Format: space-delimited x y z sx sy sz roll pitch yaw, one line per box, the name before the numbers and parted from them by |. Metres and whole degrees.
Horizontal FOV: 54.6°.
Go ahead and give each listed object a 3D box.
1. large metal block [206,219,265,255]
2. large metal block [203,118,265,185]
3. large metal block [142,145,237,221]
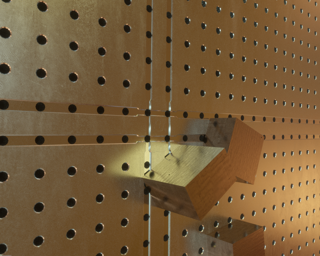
large metal block | 0.123 0.203 0.495 0.081 0.050 0.080 -8 95 -40
large metal block | 0.113 0.036 0.486 0.080 0.050 0.080 28 73 -37
large metal block | 0.038 0.066 0.405 0.080 0.080 0.050 -37 113 -34
